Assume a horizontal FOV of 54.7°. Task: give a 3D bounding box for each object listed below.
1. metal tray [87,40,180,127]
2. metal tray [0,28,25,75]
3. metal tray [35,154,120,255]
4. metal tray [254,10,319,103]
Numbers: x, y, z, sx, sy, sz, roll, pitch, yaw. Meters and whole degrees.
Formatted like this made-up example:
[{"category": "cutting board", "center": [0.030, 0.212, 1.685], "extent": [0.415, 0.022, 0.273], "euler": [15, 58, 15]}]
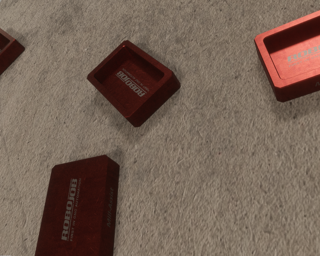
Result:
[{"category": "metal tray", "center": [-0.043, -0.071, 0.464], "extent": [0.090, 0.030, 0.130], "euler": [-44, 51, -3]}, {"category": "metal tray", "center": [-0.370, -0.175, 0.697], "extent": [0.130, 0.030, 0.090], "euler": [34, 81, 38]}, {"category": "metal tray", "center": [-0.101, 0.104, 0.388], "extent": [0.090, 0.030, 0.130], "euler": [-13, 56, 20]}, {"category": "metal tray", "center": [0.187, -0.092, 0.358], "extent": [0.130, 0.030, 0.090], "euler": [-19, 54, 16]}]
